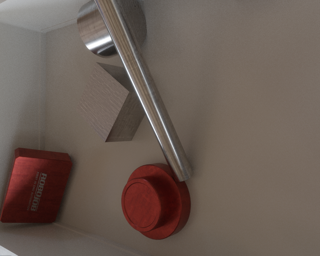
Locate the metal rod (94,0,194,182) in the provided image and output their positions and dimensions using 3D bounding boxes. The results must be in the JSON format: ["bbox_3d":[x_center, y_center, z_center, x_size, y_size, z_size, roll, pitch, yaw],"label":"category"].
[{"bbox_3d":[-0.028,-0.072,0.344,0.025,0.025,0.299,-11,110,39],"label":"metal rod"}]

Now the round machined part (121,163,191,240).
[{"bbox_3d":[-0.012,0.097,0.404,0.098,0.042,0.097,0,90,39],"label":"round machined part"}]

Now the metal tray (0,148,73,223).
[{"bbox_3d":[-0.214,0.102,0.533,0.030,0.091,0.129,45,119,55],"label":"metal tray"}]

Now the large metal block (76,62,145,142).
[{"bbox_3d":[-0.066,-0.036,0.442,0.080,0.050,0.080,43,116,31],"label":"large metal block"}]

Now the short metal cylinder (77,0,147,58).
[{"bbox_3d":[-0.064,-0.141,0.421,0.050,0.081,0.080,-8,85,39],"label":"short metal cylinder"}]
